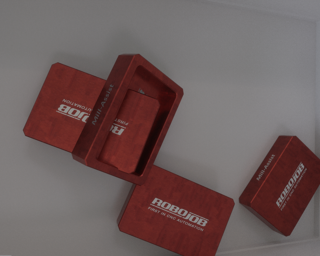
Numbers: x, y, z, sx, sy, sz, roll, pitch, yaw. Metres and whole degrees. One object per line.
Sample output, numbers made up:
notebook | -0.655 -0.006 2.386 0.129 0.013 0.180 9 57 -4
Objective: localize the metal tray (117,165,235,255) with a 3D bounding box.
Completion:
metal tray | 0.021 0.110 0.404 0.131 0.030 0.090 25 82 -8

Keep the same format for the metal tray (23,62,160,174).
metal tray | -0.075 -0.010 0.358 0.131 0.030 0.090 21 82 0

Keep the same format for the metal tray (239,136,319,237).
metal tray | 0.193 0.087 0.479 0.090 0.030 0.130 40 77 -16

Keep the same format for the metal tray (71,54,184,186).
metal tray | -0.032 -0.008 0.357 0.090 0.030 0.130 32 78 -42
